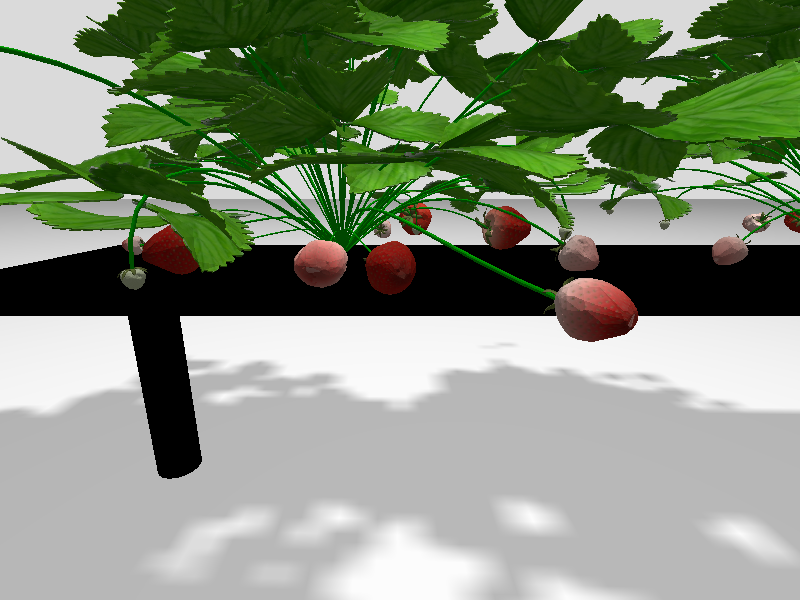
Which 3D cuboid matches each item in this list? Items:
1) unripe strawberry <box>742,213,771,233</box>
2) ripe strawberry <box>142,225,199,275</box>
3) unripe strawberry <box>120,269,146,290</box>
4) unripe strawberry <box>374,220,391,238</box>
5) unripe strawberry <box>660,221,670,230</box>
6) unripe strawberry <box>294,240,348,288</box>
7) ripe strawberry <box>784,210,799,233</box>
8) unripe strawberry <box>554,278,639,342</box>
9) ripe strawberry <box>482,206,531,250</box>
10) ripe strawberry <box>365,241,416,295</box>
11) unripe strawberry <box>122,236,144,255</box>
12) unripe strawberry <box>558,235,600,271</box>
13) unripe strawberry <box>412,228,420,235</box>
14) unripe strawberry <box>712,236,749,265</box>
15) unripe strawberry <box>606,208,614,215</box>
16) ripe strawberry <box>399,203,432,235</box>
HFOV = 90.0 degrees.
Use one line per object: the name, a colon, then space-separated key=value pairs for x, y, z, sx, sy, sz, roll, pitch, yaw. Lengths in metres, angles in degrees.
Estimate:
unripe strawberry: x=0.455 y=-0.098 z=0.513 sx=0.028 sy=0.025 sz=0.025 roll=5 pitch=-3 yaw=17
ripe strawberry: x=-0.154 y=-0.034 z=0.272 sx=0.036 sy=0.035 sz=0.033 roll=-12 pitch=20 yaw=-35
unripe strawberry: x=-0.123 y=-0.010 z=0.184 sx=0.009 sy=0.010 sz=0.010 roll=7 pitch=17 yaw=22
unripe strawberry: x=-0.020 y=-0.085 z=0.474 sx=0.021 sy=0.022 sz=0.023 roll=4 pitch=15 yaw=13
unripe strawberry: x=0.324 y=-0.092 z=0.490 sx=0.011 sy=0.011 sz=0.010 roll=-8 pitch=18 yaw=-26
unripe strawberry: x=-0.045 y=-0.020 z=0.227 sx=0.031 sy=0.028 sz=0.028 roll=-1 pitch=16 yaw=-2
ripe strawberry: x=0.513 y=-0.100 z=0.511 sx=0.035 sy=0.031 sz=0.031 roll=10 pitch=0 yaw=32
unripe strawberry: x=0.073 y=0.004 z=0.149 sx=0.027 sy=0.023 sz=0.027 roll=-9 pitch=19 yaw=-29
ripe strawberry: x=0.100 y=-0.067 z=0.373 sx=0.041 sy=0.040 sz=0.045 roll=-2 pitch=16 yaw=-10
ripe strawberry: x=-0.004 y=-0.017 z=0.218 sx=0.028 sy=0.030 sz=0.031 roll=-5 pitch=17 yaw=-18
unripe strawberry: x=-0.235 y=-0.048 z=0.352 sx=0.017 sy=0.017 sz=0.016 roll=0 pitch=16 yaw=1
unripe strawberry: x=0.122 y=-0.030 z=0.270 sx=0.026 sy=0.025 sz=0.028 roll=33 pitch=26 yaw=15
unripe strawberry: x=0.020 y=-0.084 z=0.481 sx=0.011 sy=0.011 sz=0.010 roll=8 pitch=18 yaw=26
unripe strawberry: x=0.247 y=-0.036 z=0.302 sx=0.022 sy=0.022 sz=0.021 roll=-33 pitch=22 yaw=-8
unripe strawberry: x=0.331 y=-0.141 z=0.632 sx=0.011 sy=0.011 sz=0.011 roll=-4 pitch=16 yaw=-12
ripe strawberry: x=0.021 y=-0.102 z=0.504 sx=0.040 sy=0.042 sz=0.044 roll=7 pitch=4 yaw=23
